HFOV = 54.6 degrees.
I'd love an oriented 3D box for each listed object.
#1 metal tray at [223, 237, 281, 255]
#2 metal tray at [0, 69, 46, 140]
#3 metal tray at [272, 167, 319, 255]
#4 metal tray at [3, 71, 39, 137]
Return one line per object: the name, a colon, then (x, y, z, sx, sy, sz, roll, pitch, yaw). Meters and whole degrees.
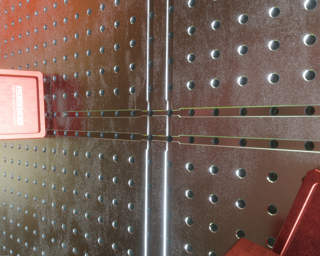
metal tray: (0.106, 0.175, 0.283, 0.090, 0.030, 0.129, 14, 122, 44)
metal tray: (-0.270, -0.043, 0.588, 0.030, 0.091, 0.129, -9, 84, 59)
metal tray: (0.156, 0.111, 0.277, 0.090, 0.030, 0.129, 28, 108, 36)
metal tray: (-0.293, -0.047, 0.650, 0.090, 0.030, 0.129, -4, 87, 40)
